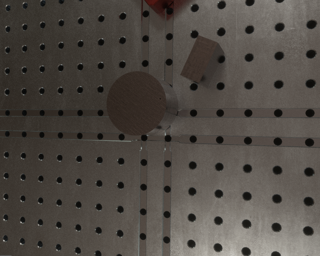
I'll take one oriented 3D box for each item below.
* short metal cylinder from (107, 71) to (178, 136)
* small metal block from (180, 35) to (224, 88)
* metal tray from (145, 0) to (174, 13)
[{"bbox_3d":[-0.022,-0.030,0.406,0.080,0.050,0.079,0,90,19],"label":"short metal cylinder"},{"bbox_3d":[0.053,-0.080,0.380,0.025,0.050,0.050,27,99,18],"label":"small metal block"},{"bbox_3d":[-0.011,-0.233,0.413,0.090,0.030,0.130,-39,78,15],"label":"metal tray"}]
